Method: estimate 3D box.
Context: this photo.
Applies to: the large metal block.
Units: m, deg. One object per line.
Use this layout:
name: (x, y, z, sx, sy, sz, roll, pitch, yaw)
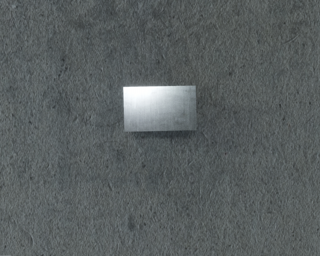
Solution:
large metal block: (0.000, -0.022, 0.384, 0.081, 0.080, 0.050, -1, 90, -1)
